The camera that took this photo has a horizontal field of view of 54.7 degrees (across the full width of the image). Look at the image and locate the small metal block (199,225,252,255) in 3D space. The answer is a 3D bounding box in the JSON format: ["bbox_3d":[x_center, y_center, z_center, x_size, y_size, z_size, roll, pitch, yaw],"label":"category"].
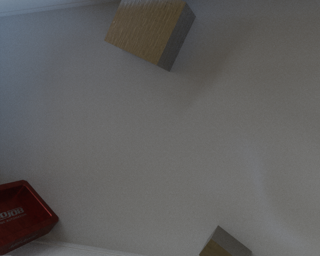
[{"bbox_3d":[0.079,0.149,0.369,0.050,0.050,0.025,36,102,16],"label":"small metal block"}]

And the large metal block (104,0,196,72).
[{"bbox_3d":[-0.012,-0.129,0.401,0.080,0.050,0.080,28,99,17],"label":"large metal block"}]

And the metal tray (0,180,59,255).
[{"bbox_3d":[-0.216,0.123,0.429,0.090,0.130,0.030,43,103,14],"label":"metal tray"}]
